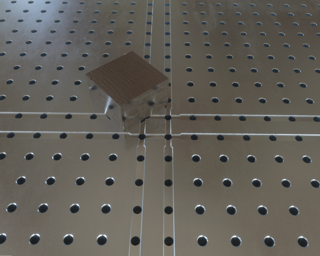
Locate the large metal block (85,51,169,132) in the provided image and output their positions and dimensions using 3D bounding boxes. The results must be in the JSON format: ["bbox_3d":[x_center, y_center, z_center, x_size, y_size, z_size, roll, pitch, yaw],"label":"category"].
[{"bbox_3d":[-0.045,-0.054,0.436,0.080,0.050,0.080,-34,58,-25],"label":"large metal block"}]
